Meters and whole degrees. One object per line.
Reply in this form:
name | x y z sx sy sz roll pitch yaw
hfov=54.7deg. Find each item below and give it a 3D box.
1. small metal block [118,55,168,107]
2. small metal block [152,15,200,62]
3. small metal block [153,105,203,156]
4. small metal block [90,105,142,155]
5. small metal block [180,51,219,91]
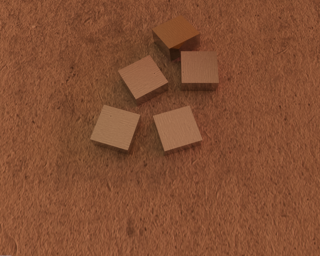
small metal block | -0.023 -0.066 0.432 0.050 0.025 0.050 -29 73 -10
small metal block | 0.023 -0.131 0.450 0.050 0.025 0.050 -29 59 -10
small metal block | 0.022 0.004 0.407 0.050 0.025 0.050 -16 71 -6
small metal block | -0.057 0.003 0.407 0.050 0.025 0.050 16 71 5
small metal block | 0.054 -0.080 0.438 0.050 0.025 0.050 0 70 0
